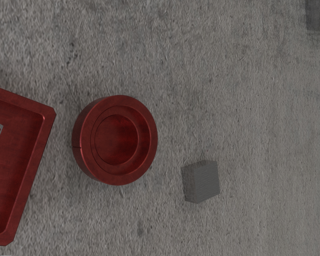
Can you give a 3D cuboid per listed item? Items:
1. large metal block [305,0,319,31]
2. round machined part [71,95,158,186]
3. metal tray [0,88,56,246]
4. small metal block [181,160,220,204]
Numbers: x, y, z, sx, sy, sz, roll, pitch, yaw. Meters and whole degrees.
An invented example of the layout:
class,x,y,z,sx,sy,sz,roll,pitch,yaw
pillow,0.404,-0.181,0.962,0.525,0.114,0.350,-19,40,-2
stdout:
class,x,y,z,sx,sy,sz,roll,pitch,yaw
large metal block,0.373,-0.266,0.700,0.081,0.050,0.079,-11,97,-39
round machined part,-0.054,0.013,0.349,0.099,0.042,0.097,0,90,-40
metal tray,-0.157,0.029,0.269,0.090,0.030,0.130,24,75,-38
small metal block,0.060,0.078,0.455,0.050,0.025,0.050,-12,98,-39
